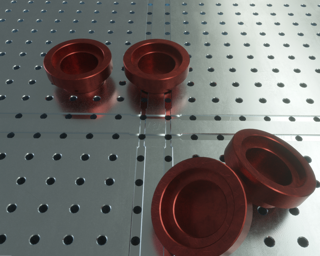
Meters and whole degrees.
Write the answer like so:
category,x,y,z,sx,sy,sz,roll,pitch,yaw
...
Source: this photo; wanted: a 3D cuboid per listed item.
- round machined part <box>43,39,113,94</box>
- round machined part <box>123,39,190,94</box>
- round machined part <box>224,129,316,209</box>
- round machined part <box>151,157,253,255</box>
category,x,y,z,sx,sy,sz,roll,pitch,yaw
round machined part,-0.121,-0.090,0.471,0.099,0.042,0.098,0,50,0
round machined part,-0.005,-0.090,0.472,0.099,0.042,0.098,0,50,0
round machined part,0.115,0.048,0.343,0.099,0.042,0.098,16,37,-12
round machined part,0.043,0.082,0.310,0.098,0.042,0.098,-14,61,26
